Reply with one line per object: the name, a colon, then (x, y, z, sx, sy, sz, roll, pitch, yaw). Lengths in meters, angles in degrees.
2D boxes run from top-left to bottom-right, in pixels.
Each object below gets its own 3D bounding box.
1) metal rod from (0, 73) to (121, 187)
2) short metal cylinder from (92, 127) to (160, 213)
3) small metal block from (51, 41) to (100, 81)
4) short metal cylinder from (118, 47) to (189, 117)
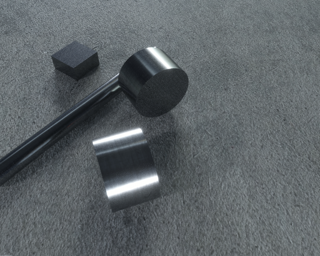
metal rod: (-0.098, -0.031, 0.428, 0.025, 0.025, 0.301, 32, 57, 24)
short metal cylinder: (-0.037, 0.043, 0.331, 0.050, 0.080, 0.080, -16, 52, -13)
small metal block: (-0.134, -0.108, 0.493, 0.050, 0.025, 0.050, 29, 56, 22)
short metal cylinder: (-0.009, -0.061, 0.418, 0.081, 0.080, 0.050, -25, 55, -19)
